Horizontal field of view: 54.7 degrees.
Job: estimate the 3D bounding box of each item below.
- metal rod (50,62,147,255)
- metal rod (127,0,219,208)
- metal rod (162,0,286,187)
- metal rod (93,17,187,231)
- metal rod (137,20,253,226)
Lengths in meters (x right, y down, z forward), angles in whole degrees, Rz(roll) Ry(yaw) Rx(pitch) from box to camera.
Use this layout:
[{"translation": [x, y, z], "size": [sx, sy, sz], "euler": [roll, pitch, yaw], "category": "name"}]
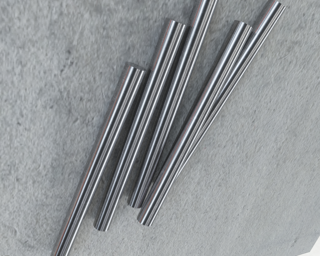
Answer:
[{"translation": [-0.086, 0.059, 0.397], "size": [0.025, 0.025, 0.298], "euler": [12, 112, -34], "category": "metal rod"}, {"translation": [0.009, -0.020, 0.400], "size": [0.025, 0.025, 0.298], "euler": [5, 116, -31], "category": "metal rod"}, {"translation": [0.075, -0.032, 0.429], "size": [0.025, 0.025, 0.298], "euler": [20, 108, -36], "category": "metal rod"}, {"translation": [-0.033, 0.011, 0.396], "size": [0.025, 0.025, 0.298], "euler": [8, 114, -32], "category": "metal rod"}, {"translation": [0.041, 0.003, 0.417], "size": [0.025, 0.025, 0.298], "euler": [17, 105, -35], "category": "metal rod"}]
